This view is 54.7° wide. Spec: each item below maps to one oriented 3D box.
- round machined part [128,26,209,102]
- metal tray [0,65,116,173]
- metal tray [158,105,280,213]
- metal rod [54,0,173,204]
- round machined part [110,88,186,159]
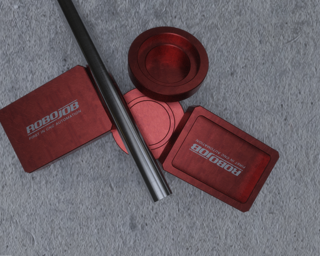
[{"bbox_3d":[0.008,-0.076,0.392,0.099,0.042,0.098,3,68,-6],"label":"round machined part"},{"bbox_3d":[-0.130,-0.010,0.397,0.130,0.030,0.090,-28,87,8],"label":"metal tray"},{"bbox_3d":[0.075,0.039,0.398,0.131,0.030,0.090,29,90,-11],"label":"metal tray"},{"bbox_3d":[-0.064,-0.051,0.377,0.025,0.025,0.299,-27,77,0],"label":"metal rod"},{"bbox_3d":[-0.015,-0.007,0.403,0.099,0.042,0.097,0,90,0],"label":"round machined part"}]
